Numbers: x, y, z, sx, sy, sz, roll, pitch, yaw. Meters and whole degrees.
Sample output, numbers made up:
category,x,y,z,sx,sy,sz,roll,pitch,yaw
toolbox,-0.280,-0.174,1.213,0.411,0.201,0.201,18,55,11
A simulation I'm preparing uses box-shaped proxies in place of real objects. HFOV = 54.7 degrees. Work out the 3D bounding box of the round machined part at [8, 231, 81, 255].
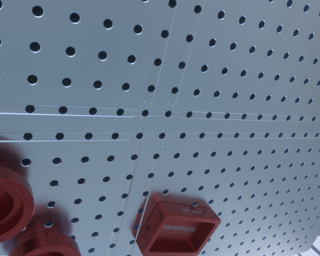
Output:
category,x,y,z,sx,sy,sz,roll,pitch,yaw
round machined part,-0.161,0.182,0.426,0.099,0.042,0.097,-14,125,-21

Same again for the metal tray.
category,x,y,z,sx,sy,sz,roll,pitch,yaw
metal tray,0.034,0.180,0.539,0.131,0.030,0.090,18,109,-36

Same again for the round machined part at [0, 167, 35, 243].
category,x,y,z,sx,sy,sz,roll,pitch,yaw
round machined part,-0.195,0.082,0.345,0.099,0.042,0.097,-14,125,-21
